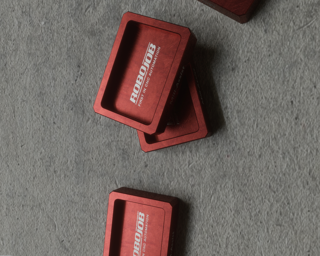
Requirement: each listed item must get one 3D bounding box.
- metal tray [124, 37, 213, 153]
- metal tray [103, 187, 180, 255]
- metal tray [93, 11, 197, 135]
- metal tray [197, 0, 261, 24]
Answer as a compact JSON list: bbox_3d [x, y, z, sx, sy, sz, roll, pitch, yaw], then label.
[{"bbox_3d":[0.007,-0.041,0.403,0.090,0.030,0.129,-16,85,19],"label":"metal tray"},{"bbox_3d":[-0.027,0.152,0.415,0.090,0.030,0.129,7,92,19],"label":"metal tray"},{"bbox_3d":[-0.020,-0.066,0.380,0.090,0.030,0.129,22,97,18],"label":"metal tray"},{"bbox_3d":[0.073,-0.200,0.380,0.130,0.030,0.090,35,101,16],"label":"metal tray"}]
